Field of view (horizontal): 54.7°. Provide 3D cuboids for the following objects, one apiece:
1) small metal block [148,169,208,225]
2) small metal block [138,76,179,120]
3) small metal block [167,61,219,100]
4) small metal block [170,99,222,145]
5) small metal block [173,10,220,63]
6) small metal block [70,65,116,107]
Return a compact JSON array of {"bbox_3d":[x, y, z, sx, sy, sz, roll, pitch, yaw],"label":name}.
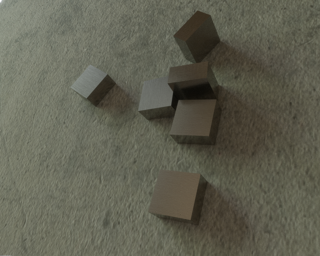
[{"bbox_3d":[0.021,0.076,0.345,0.050,0.025,0.050,2,63,29],"label":"small metal block"},{"bbox_3d":[0.002,-0.042,0.425,0.050,0.025,0.050,-7,58,28],"label":"small metal block"},{"bbox_3d":[0.044,-0.056,0.398,0.050,0.050,0.025,-5,60,25],"label":"small metal block"},{"bbox_3d":[0.045,-0.007,0.384,0.050,0.025,0.050,2,62,28],"label":"small metal block"},{"bbox_3d":[0.053,-0.126,0.437,0.050,0.050,0.025,-47,52,-5],"label":"small metal block"},{"bbox_3d":[-0.108,-0.069,0.501,0.050,0.025,0.050,32,79,37],"label":"small metal block"}]
